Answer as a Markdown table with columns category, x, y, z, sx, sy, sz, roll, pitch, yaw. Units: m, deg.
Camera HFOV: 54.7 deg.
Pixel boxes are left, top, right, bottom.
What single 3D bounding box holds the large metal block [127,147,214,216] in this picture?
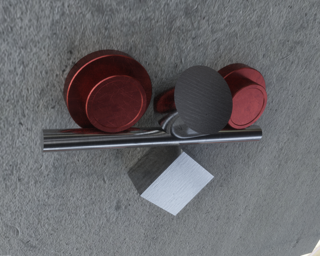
| category | x | y | z | sx | sy | sz | roll | pitch | yaw |
| --- | --- | --- | --- | --- | --- | --- | --- | --- | --- |
| large metal block | 0.015 | 0.066 | 0.439 | 0.080 | 0.050 | 0.080 | -46 | 129 | 4 |

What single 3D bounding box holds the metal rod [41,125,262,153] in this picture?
| category | x | y | z | sx | sy | sz | roll | pitch | yaw |
| --- | --- | --- | --- | --- | --- | --- | --- | --- | --- |
| metal rod | 0.011 | 0.011 | 0.393 | 0.303 | 0.025 | 0.025 | -1 | 119 | -28 |

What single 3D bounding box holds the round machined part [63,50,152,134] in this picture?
| category | x | y | z | sx | sy | sz | roll | pitch | yaw |
| --- | --- | --- | --- | --- | --- | --- | --- | --- | --- |
| round machined part | -0.053 | -0.034 | 0.346 | 0.099 | 0.042 | 0.097 | -14 | 124 | -21 |

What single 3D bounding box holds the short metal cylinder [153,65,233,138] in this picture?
| category | x | y | z | sx | sy | sz | roll | pitch | yaw |
| --- | --- | --- | --- | --- | --- | --- | --- | --- | --- |
| short metal cylinder | 0.039 | -0.029 | 0.372 | 0.081 | 0.050 | 0.080 | 4 | 81 | -27 |

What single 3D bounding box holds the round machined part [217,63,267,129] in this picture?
| category | x | y | z | sx | sy | sz | roll | pitch | yaw |
| --- | --- | --- | --- | --- | --- | --- | --- | --- | --- |
| round machined part | 0.110 | -0.037 | 0.434 | 0.099 | 0.042 | 0.097 | -14 | 124 | -21 |
